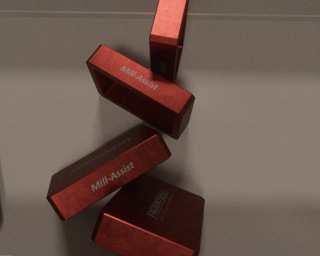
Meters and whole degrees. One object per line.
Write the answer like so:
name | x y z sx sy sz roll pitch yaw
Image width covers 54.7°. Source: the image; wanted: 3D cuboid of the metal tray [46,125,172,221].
metal tray | -0.060 0.044 0.356 0.131 0.090 0.030 -30 103 -11

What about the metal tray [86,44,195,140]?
metal tray | -0.024 -0.042 0.390 0.130 0.090 0.030 31 73 10

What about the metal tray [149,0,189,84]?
metal tray | 0.012 -0.110 0.394 0.030 0.130 0.090 11 71 4

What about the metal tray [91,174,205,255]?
metal tray | -0.003 0.091 0.321 0.090 0.130 0.030 21 100 7
